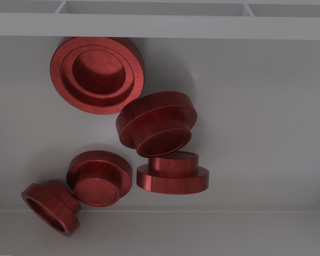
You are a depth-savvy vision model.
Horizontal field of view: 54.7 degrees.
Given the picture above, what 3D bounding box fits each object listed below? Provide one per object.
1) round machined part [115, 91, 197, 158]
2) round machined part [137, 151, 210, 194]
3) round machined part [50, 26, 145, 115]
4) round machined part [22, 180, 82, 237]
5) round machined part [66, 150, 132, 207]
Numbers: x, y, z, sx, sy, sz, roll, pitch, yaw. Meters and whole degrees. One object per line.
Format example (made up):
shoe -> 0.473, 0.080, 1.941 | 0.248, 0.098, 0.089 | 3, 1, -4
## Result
round machined part -> -0.001, 0.002, 0.374 | 0.099, 0.042, 0.098 | -16, 152, -8
round machined part -> 0.018, 0.056, 0.421 | 0.099, 0.098, 0.042 | 2, 94, -2
round machined part -> -0.065, -0.065, 0.341 | 0.099, 0.042, 0.097 | 0, 130, 0
round machined part -> -0.161, 0.119, 0.478 | 0.098, 0.042, 0.097 | 25, 143, 21
round machined part -> -0.092, 0.083, 0.467 | 0.099, 0.042, 0.097 | 0, 130, 0
